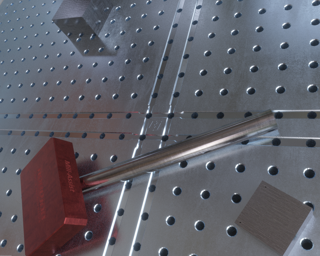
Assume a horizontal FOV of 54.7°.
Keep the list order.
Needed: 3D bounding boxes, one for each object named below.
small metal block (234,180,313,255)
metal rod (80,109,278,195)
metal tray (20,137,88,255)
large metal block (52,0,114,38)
[{"bbox_3d":[0.109,0.087,0.297,0.050,0.025,0.050,30,78,37],"label":"small metal block"},{"bbox_3d":[-0.008,0.041,0.385,0.301,0.025,0.025,-21,54,15],"label":"metal rod"},{"bbox_3d":[-0.144,0.088,0.406,0.090,0.030,0.130,-43,49,23],"label":"metal tray"},{"bbox_3d":[-0.150,-0.226,0.607,0.080,0.050,0.080,7,65,31],"label":"large metal block"}]
